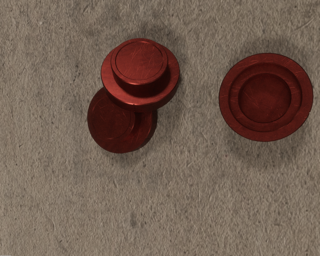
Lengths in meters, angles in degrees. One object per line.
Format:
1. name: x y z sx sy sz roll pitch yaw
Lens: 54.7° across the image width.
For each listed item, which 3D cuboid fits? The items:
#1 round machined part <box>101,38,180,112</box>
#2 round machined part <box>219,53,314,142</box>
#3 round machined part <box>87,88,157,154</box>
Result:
1. round machined part: -0.024 -0.072 0.384 0.099 0.042 0.098 0 65 0
2. round machined part: 0.120 -0.034 0.357 0.098 0.042 0.097 0 90 19
3. round machined part: -0.057 -0.014 0.419 0.098 0.042 0.097 0 90 19
